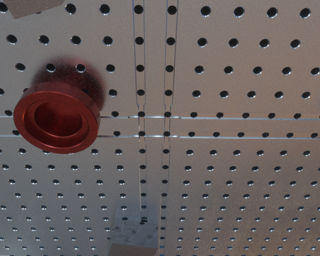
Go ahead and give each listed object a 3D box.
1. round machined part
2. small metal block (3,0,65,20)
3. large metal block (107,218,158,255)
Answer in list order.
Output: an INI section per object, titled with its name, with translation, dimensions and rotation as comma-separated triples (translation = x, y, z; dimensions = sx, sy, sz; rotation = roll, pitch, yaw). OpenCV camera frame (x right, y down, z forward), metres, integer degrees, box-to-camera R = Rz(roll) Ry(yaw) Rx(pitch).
[round machined part]
translation = -0.124, -0.016, 0.385
dimensions = 0.099, 0.042, 0.097
rotation = -1, 130, 0
[small metal block]
translation = -0.125, -0.138, 0.293
dimensions = 0.050, 0.025, 0.050
rotation = -13, 129, 10
[large metal block]
translation = -0.053, 0.218, 0.580
dimensions = 0.081, 0.050, 0.079
rotation = 11, 129, -10
